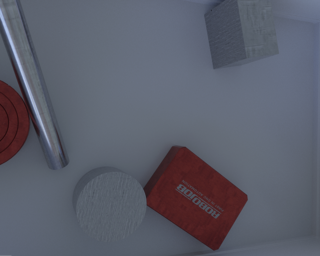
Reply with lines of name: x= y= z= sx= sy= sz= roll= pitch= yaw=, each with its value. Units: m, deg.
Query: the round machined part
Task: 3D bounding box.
round machined part: x=-0.192 y=-0.006 z=0.331 sx=0.099 sy=0.042 sz=0.097 roll=0 pitch=90 yaw=-20

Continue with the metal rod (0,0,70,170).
metal rod: x=-0.134 y=-0.084 z=0.291 sx=0.025 sy=0.025 sz=0.298 roll=-19 pitch=124 yaw=-19

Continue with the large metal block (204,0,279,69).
large metal block: x=0.108 y=-0.130 z=0.423 sx=0.050 sy=0.080 sz=0.079 roll=-12 pitch=94 yaw=-20

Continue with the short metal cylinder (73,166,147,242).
short metal cylinder: x=-0.062 y=0.089 z=0.375 sx=0.081 sy=0.050 sz=0.079 roll=0 pitch=90 yaw=-21

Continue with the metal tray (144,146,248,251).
metal tray: x=0.049 y=0.096 z=0.427 sx=0.130 sy=0.030 sz=0.090 roll=38 pitch=78 yaw=-16
